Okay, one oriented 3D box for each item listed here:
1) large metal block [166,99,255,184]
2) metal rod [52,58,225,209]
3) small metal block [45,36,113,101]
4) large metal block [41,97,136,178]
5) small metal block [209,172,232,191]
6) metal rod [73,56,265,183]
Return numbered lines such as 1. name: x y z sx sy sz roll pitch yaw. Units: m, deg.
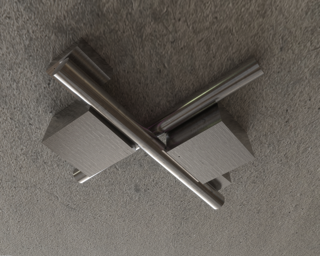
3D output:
1. large metal block: 0.065 0.019 0.409 0.080 0.050 0.080 -32 124 24
2. metal rod: -0.008 0.024 0.396 0.025 0.025 0.300 -32 124 24
3. small metal block: -0.090 -0.066 0.352 0.050 0.025 0.050 -30 124 23
4. large metal block: -0.086 0.007 0.395 0.080 0.050 0.080 -30 124 23
5. small metal block: 0.072 0.074 0.474 0.050 0.025 0.050 -36 122 26
6. metal rod: -0.005 0.000 0.410 0.300 0.025 0.025 -32 124 24
